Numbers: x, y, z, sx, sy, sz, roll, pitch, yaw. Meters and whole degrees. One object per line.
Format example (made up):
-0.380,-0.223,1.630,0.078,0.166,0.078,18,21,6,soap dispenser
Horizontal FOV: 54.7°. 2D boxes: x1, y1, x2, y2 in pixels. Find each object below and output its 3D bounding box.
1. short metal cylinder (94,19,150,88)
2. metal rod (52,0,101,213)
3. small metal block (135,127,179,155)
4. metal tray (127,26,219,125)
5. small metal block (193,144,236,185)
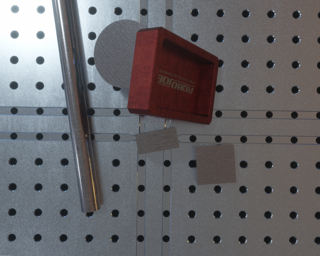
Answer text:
-0.035,-0.090,0.389,0.080,0.050,0.079,2,96,18,short metal cylinder
-0.112,-0.039,0.411,0.025,0.025,0.298,-8,90,0,metal rod
-0.003,0.016,0.401,0.050,0.050,0.025,-10,90,0,small metal block
0.022,-0.054,0.366,0.030,0.131,0.089,7,90,38,metal tray
0.073,0.048,0.414,0.050,0.025,0.050,-4,90,-1,small metal block
